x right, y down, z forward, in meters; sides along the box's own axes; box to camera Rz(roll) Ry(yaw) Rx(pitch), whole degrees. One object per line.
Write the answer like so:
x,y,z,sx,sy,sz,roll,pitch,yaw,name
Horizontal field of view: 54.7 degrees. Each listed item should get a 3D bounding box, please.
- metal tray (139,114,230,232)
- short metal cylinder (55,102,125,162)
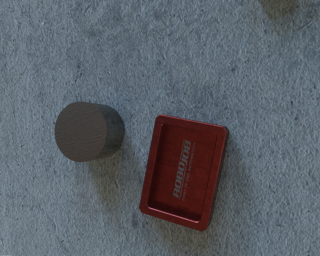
0.030,0.054,0.395,0.090,0.030,0.129,12,94,19,metal tray
-0.097,0.005,0.430,0.080,0.050,0.080,0,90,20,short metal cylinder
